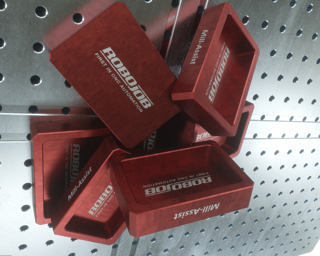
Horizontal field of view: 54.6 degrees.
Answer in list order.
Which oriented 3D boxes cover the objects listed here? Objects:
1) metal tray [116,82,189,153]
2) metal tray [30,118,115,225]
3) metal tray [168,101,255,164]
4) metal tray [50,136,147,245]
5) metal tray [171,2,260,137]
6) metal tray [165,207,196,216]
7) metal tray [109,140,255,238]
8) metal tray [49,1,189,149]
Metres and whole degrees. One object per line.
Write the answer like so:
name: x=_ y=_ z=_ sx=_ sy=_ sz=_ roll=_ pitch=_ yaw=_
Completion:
metal tray: x=-0.011 y=0.007 z=0.405 sx=0.091 sy=0.030 sz=0.129 roll=-6 pitch=119 yaw=-28
metal tray: x=-0.108 y=0.053 z=0.382 sx=0.091 sy=0.030 sz=0.129 roll=-5 pitch=120 yaw=-27
metal tray: x=0.072 y=0.011 z=0.430 sx=0.131 sy=0.030 sz=0.089 roll=-16 pitch=127 yaw=-40
metal tray: x=-0.062 y=0.082 z=0.385 sx=0.090 sy=0.030 sz=0.130 roll=30 pitch=102 yaw=-38
metal tray: x=0.070 y=-0.066 z=0.361 sx=0.090 sy=0.030 sz=0.130 roll=38 pitch=64 yaw=-38
metal tray: x=0.040 y=0.098 z=0.447 sx=0.090 sy=0.030 sz=0.130 roll=-26 pitch=161 yaw=-12
metal tray: x=0.020 y=0.057 z=0.331 sx=0.131 sy=0.090 sz=0.030 roll=-9 pitch=122 yaw=-19
metal tray: x=-0.039 y=-0.053 z=0.331 sx=0.090 sy=0.030 sz=0.130 roll=-39 pitch=114 yaw=-2
